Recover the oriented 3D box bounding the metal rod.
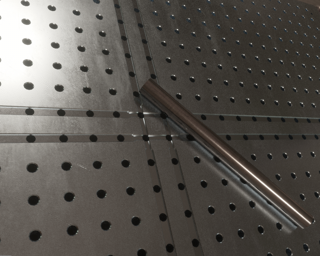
[{"bbox_3d":[0.094,0.036,0.438,0.300,0.025,0.025,40,51,-1],"label":"metal rod"}]
